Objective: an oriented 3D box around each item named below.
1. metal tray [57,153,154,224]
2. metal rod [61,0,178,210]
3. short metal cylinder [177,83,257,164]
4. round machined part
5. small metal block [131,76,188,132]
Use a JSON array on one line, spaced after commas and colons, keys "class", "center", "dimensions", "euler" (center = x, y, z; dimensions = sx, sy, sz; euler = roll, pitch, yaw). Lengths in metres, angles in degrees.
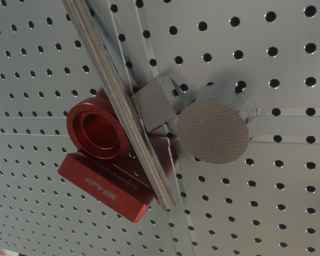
[{"class": "metal tray", "center": [-0.073, 0.081, 0.455], "dimensions": [0.130, 0.090, 0.030], "euler": [31, 93, 7]}, {"class": "metal rod", "center": [-0.049, -0.032, 0.389], "dimensions": [0.025, 0.025, 0.299], "euler": [-18, 101, 35]}, {"class": "short metal cylinder", "center": [0.066, -0.006, 0.356], "dimensions": [0.080, 0.050, 0.079], "euler": [13, 124, 20]}, {"class": "round machined part", "center": [-0.079, 0.000, 0.441], "dimensions": [0.098, 0.042, 0.097], "euler": [13, 124, 20]}, {"class": "small metal block", "center": [-0.002, -0.029, 0.384], "dimensions": [0.050, 0.025, 0.050], "euler": [-31, 84, 37]}]
